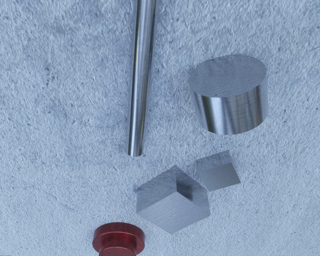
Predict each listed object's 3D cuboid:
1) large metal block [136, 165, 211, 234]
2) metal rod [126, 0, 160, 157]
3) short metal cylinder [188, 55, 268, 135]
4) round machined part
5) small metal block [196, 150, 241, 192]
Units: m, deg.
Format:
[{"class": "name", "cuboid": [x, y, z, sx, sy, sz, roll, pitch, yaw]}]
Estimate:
[{"class": "large metal block", "cuboid": [0.021, 0.116, 0.490, 0.080, 0.050, 0.080, -35, 123, 25]}, {"class": "metal rod", "cuboid": [-0.019, -0.081, 0.337, 0.025, 0.025, 0.298, 5, 130, -4]}, {"class": "short metal cylinder", "cuboid": [0.076, -0.038, 0.340, 0.080, 0.080, 0.050, -11, 129, 9]}, {"class": "round machined part", "cuboid": [-0.078, 0.224, 0.586, 0.099, 0.042, 0.097, -1, 130, 0]}, {"class": "small metal block", "cuboid": [0.088, 0.065, 0.464, 0.050, 0.025, 0.050, -20, 128, 15]}]
